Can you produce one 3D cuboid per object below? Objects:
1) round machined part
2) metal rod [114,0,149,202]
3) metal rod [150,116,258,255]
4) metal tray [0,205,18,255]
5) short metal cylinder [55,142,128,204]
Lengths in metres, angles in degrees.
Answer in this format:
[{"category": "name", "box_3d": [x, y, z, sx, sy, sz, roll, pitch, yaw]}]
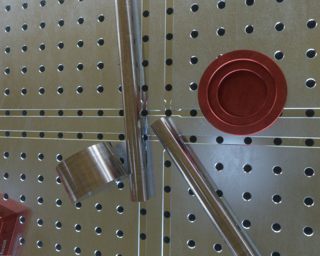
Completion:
[{"category": "round machined part", "box_3d": [0.098, -0.040, 0.369, 0.098, 0.042, 0.097, 0, 90, 19]}, {"category": "metal rod", "box_3d": [-0.040, -0.051, 0.425, 0.025, 0.025, 0.298, -6, 88, 19]}, {"category": "metal rod", "box_3d": [0.078, 0.115, 0.384, 0.025, 0.025, 0.299, -36, 79, 16]}, {"category": "metal tray", "box_3d": [-0.295, 0.188, 0.512, 0.090, 0.030, 0.129, 19, 96, 18]}, {"category": "short metal cylinder", "box_3d": [-0.090, 0.060, 0.414, 0.080, 0.080, 0.050, -32, 80, 17]}]
